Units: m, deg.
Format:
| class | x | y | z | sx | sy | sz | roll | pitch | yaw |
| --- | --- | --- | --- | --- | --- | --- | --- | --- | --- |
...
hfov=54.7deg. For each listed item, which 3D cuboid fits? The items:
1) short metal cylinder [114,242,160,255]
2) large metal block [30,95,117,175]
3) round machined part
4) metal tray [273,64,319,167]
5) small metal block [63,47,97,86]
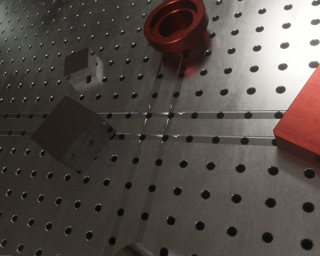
| class | x | y | z | sx | sy | sz | roll | pitch | yaw |
| --- | --- | --- | --- | --- | --- | --- | --- | --- | --- |
| short metal cylinder | -0.020 | 0.156 | 0.287 | 0.050 | 0.080 | 0.080 | 22 | 73 | 36 |
| large metal block | -0.126 | 0.009 | 0.451 | 0.080 | 0.050 | 0.080 | 28 | 77 | 37 |
| round machined part | 0.028 | -0.153 | 0.475 | 0.098 | 0.042 | 0.098 | -13 | 56 | 20 |
| metal tray | 0.191 | -0.020 | 0.317 | 0.090 | 0.030 | 0.130 | 30 | 78 | 37 |
| small metal block | -0.140 | -0.109 | 0.546 | 0.050 | 0.025 | 0.050 | -18 | 55 | 17 |
